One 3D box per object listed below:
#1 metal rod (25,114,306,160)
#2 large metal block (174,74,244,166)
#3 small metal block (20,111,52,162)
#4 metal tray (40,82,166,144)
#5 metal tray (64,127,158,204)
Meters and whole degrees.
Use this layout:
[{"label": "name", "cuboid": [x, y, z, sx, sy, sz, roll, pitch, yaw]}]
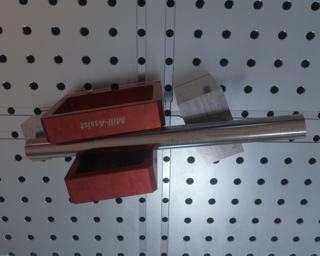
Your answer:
[{"label": "metal rod", "cuboid": [-0.005, 0.012, 0.337, 0.301, 0.025, 0.025, -5, 111, 11]}, {"label": "large metal block", "cuboid": [0.057, -0.013, 0.379, 0.050, 0.080, 0.080, -21, 109, 7]}, {"label": "small metal block", "cuboid": [-0.151, 0.009, 0.401, 0.025, 0.050, 0.050, -8, 110, 2]}, {"label": "metal tray", "cuboid": [-0.061, -0.021, 0.369, 0.131, 0.090, 0.030, -8, 111, 2]}, {"label": "metal tray", "cuboid": [-0.050, 0.036, 0.370, 0.091, 0.130, 0.030, -9, 111, 3]}]
